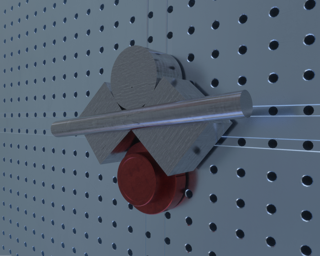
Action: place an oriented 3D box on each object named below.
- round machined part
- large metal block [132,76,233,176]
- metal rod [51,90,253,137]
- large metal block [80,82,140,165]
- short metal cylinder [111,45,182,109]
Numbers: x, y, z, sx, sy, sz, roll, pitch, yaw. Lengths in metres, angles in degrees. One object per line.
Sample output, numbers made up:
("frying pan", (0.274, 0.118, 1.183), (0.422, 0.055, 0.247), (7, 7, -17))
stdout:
("round machined part", (-0.018, 0.065, 0.408), (0.098, 0.042, 0.097), (0, 90, 40))
("large metal block", (0.023, -0.003, 0.366), (0.080, 0.050, 0.080), (50, 120, 28))
("metal rod", (-0.038, -0.010, 0.368), (0.300, 0.025, 0.025), (-6, 86, 40))
("large metal block", (-0.063, -0.006, 0.439), (0.080, 0.050, 0.080), (-47, 64, 29))
("short metal cylinder", (-0.018, -0.062, 0.403), (0.080, 0.050, 0.079), (0, 90, 40))
